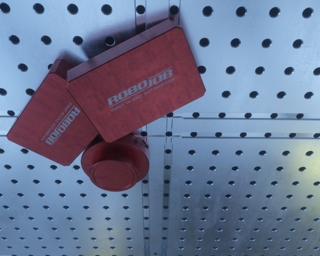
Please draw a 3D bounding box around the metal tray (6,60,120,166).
[{"bbox_3d":[-0.124,-0.013,0.396,0.090,0.030,0.129,32,123,-24],"label":"metal tray"}]

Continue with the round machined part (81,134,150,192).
[{"bbox_3d":[-0.065,0.055,0.447,0.099,0.042,0.097,0,130,0],"label":"round machined part"}]

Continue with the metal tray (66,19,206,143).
[{"bbox_3d":[-0.024,-0.049,0.344,0.130,0.030,0.090,-27,127,1],"label":"metal tray"}]
